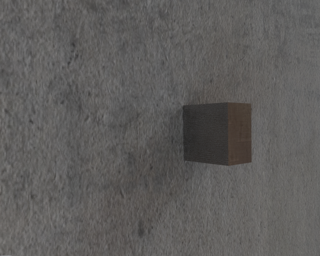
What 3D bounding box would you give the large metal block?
[{"bbox_3d":[0.079,0.007,0.434,0.050,0.080,0.080,-1,91,-40],"label":"large metal block"}]
